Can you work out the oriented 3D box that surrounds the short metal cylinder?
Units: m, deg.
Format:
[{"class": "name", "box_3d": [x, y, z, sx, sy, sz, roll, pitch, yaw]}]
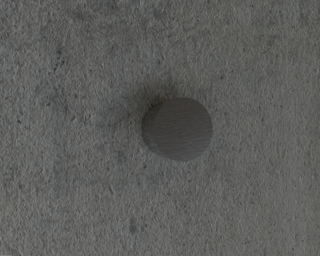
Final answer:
[{"class": "short metal cylinder", "box_3d": [0.021, 0.002, 0.406, 0.081, 0.050, 0.079, 0, 90, -21]}]
